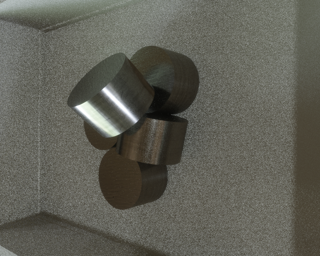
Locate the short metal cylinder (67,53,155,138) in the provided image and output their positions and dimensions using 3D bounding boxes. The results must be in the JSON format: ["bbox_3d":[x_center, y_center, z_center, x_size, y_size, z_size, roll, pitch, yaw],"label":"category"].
[{"bbox_3d":[-0.053,-0.036,0.339,0.080,0.050,0.080,-29,33,21],"label":"short metal cylinder"}]

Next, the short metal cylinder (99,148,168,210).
[{"bbox_3d":[-0.037,0.064,0.416,0.080,0.050,0.079,0,90,39],"label":"short metal cylinder"}]

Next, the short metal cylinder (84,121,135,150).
[{"bbox_3d":[-0.062,-0.010,0.437,0.080,0.050,0.079,0,90,39],"label":"short metal cylinder"}]

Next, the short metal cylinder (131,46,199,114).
[{"bbox_3d":[0.001,-0.057,0.386,0.080,0.050,0.079,0,90,39],"label":"short metal cylinder"}]

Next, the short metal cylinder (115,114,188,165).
[{"bbox_3d":[-0.010,0.008,0.376,0.080,0.081,0.050,17,101,38],"label":"short metal cylinder"}]
